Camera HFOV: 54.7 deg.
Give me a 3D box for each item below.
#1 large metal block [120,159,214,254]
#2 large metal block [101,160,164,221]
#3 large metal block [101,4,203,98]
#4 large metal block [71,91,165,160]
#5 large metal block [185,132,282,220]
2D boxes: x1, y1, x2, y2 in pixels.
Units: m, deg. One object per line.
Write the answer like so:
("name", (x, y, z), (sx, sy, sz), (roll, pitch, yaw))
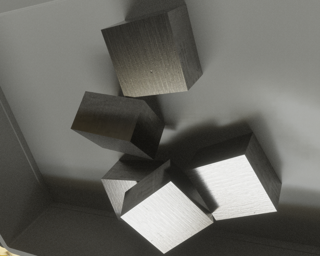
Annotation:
("large metal block", (0.009, 0.101, 0.399), (0.080, 0.050, 0.080), (-38, 109, 16))
("large metal block", (-0.030, 0.096, 0.468), (0.080, 0.050, 0.080), (-3, 117, 29))
("large metal block", (-0.007, -0.083, 0.344), (0.080, 0.050, 0.080), (-3, 117, 29))
("large metal block", (-0.049, -0.002, 0.392), (0.080, 0.050, 0.080), (11, 164, 22))
("large metal block", (0.091, 0.061, 0.382), (0.080, 0.050, 0.080), (-22, 107, 36))
